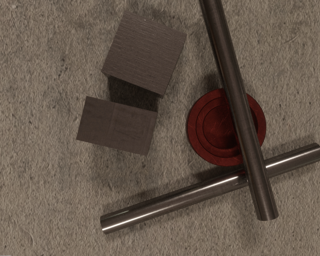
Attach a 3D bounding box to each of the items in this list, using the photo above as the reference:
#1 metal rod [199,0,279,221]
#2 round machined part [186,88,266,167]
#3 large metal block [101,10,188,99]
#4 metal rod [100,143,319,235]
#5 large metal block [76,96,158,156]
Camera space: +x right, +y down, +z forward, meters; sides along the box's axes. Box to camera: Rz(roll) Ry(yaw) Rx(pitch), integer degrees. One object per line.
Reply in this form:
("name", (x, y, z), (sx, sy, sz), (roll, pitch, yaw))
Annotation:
("metal rod", (0.090, -0.038, 0.369), (0.025, 0.025, 0.298), (-15, 90, 0))
("round machined part", (0.082, -0.001, 0.403), (0.099, 0.042, 0.097), (0, 90, -1))
("large metal block", (-0.019, -0.091, 0.397), (0.080, 0.050, 0.080), (21, 90, -1))
("metal rod", (0.068, 0.080, 0.410), (0.302, 0.025, 0.025), (-19, 90, -1))
("large metal block", (-0.048, -0.002, 0.382), (0.080, 0.080, 0.050), (13, 90, -1))
